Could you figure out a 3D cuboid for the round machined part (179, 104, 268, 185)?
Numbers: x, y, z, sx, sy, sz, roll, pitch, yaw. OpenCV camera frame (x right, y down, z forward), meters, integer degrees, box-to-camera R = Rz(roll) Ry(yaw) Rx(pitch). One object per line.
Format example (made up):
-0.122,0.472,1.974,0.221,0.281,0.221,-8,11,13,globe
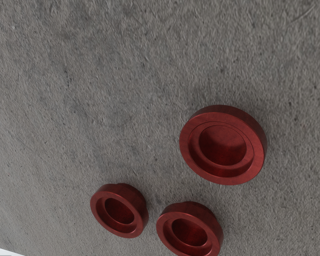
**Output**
0.076,0.016,0.366,0.098,0.042,0.097,13,124,21,round machined part

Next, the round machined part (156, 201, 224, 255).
0.047,0.149,0.463,0.098,0.042,0.097,13,124,21,round machined part

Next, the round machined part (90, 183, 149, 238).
-0.062,0.130,0.509,0.098,0.042,0.097,13,124,21,round machined part
